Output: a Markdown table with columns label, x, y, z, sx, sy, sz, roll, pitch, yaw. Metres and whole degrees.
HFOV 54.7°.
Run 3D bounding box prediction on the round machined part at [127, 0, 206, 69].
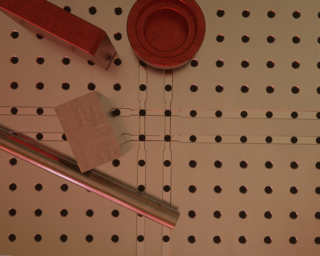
| label | x | y | z | sx | sy | sz | roll | pitch | yaw |
| --- | --- | --- | --- | --- | --- | --- | --- | --- | --- |
| round machined part | 0.008 | -0.125 | 0.405 | 0.099 | 0.042 | 0.097 | 0 | 90 | -1 |

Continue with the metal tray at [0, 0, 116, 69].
| label | x | y | z | sx | sy | sz | roll | pitch | yaw |
| --- | --- | --- | --- | --- | --- | --- | --- | --- | --- |
| metal tray | -0.124 | -0.122 | 0.379 | 0.130 | 0.090 | 0.030 | 27 | 90 | -1 |

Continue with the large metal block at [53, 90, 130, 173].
| label | x | y | z | sx | sy | sz | roll | pitch | yaw |
| --- | --- | --- | --- | --- | --- | --- | --- | --- | --- |
| large metal block | -0.080 | 0.004 | 0.385 | 0.050 | 0.080 | 0.080 | -23 | 90 | 0 |

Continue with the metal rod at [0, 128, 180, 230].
| label | x | y | z | sx | sy | sz | roll | pitch | yaw |
| --- | --- | --- | --- | --- | --- | --- | --- | --- | --- |
| metal rod | -0.115 | 0.060 | 0.411 | 0.301 | 0.025 | 0.025 | 25 | 90 | -1 |
